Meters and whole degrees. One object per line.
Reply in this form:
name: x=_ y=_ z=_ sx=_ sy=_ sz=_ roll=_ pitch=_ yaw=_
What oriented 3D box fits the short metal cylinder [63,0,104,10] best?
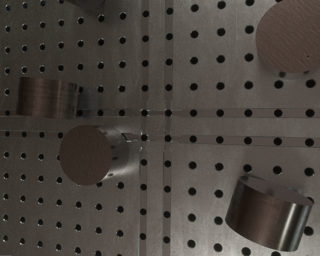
short metal cylinder: x=-0.110 y=-0.209 z=0.421 sx=0.050 sy=0.080 sz=0.080 roll=29 pitch=99 yaw=17

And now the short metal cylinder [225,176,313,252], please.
short metal cylinder: x=0.118 y=0.091 z=0.342 sx=0.080 sy=0.080 sz=0.050 roll=18 pitch=96 yaw=19

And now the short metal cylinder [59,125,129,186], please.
short metal cylinder: x=-0.090 y=0.036 z=0.430 sx=0.080 sy=0.050 sz=0.079 roll=0 pitch=90 yaw=19

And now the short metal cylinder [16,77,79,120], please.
short metal cylinder: x=-0.157 y=-0.041 z=0.437 sx=0.080 sy=0.080 sz=0.050 roll=7 pitch=93 yaw=19

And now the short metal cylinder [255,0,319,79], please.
short metal cylinder: x=0.150 y=-0.097 z=0.346 sx=0.080 sy=0.050 sz=0.079 roll=0 pitch=90 yaw=19
